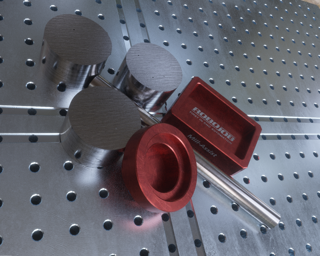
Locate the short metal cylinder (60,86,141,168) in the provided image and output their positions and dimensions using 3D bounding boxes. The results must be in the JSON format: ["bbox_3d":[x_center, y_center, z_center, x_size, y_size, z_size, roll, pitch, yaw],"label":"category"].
[{"bbox_3d":[-0.068,-0.001,0.355,0.081,0.050,0.080,14,56,-21],"label":"short metal cylinder"}]

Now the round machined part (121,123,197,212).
[{"bbox_3d":[-0.004,0.046,0.353,0.099,0.042,0.098,17,66,-43],"label":"round machined part"}]

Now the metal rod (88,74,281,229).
[{"bbox_3d":[0.033,0.033,0.406,0.300,0.025,0.025,38,51,-3],"label":"metal rod"}]

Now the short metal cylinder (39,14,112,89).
[{"bbox_3d":[-0.107,-0.096,0.393,0.081,0.050,0.080,14,56,-21],"label":"short metal cylinder"}]

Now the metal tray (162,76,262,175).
[{"bbox_3d":[0.078,-0.005,0.449,0.130,0.030,0.090,38,52,-3],"label":"metal tray"}]

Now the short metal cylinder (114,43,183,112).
[{"bbox_3d":[-0.017,-0.069,0.424,0.081,0.050,0.080,14,56,-21],"label":"short metal cylinder"}]
